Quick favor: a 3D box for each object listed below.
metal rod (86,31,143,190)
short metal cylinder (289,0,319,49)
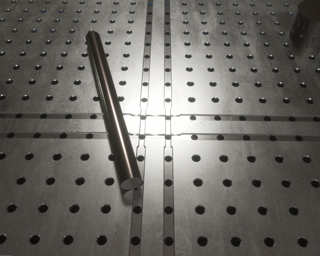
[{"bbox_3d":[-0.074,-0.047,0.445,0.025,0.025,0.300,-12,51,-11],"label":"metal rod"},{"bbox_3d":[0.279,-0.186,0.551,0.081,0.050,0.080,0,50,0],"label":"short metal cylinder"}]
